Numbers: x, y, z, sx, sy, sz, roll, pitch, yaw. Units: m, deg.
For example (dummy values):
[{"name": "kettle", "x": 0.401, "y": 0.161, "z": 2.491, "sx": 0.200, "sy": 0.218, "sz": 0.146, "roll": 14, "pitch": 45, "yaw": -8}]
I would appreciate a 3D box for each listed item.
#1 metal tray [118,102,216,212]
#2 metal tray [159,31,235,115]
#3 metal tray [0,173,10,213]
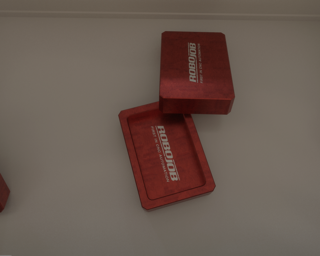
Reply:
[{"name": "metal tray", "x": 0.006, "y": 0.031, "z": 0.395, "sx": 0.091, "sy": 0.030, "sz": 0.130, "roll": -15, "pitch": 71, "yaw": -6}, {"name": "metal tray", "x": 0.046, "y": -0.078, "z": 0.416, "sx": 0.091, "sy": 0.030, "sz": 0.130, "roll": 2, "pitch": 53, "yaw": 0}, {"name": "metal tray", "x": -0.236, "y": 0.046, "z": 0.338, "sx": 0.091, "sy": 0.129, "sz": 0.030, "roll": -8, "pitch": 36, "yaw": -3}]
